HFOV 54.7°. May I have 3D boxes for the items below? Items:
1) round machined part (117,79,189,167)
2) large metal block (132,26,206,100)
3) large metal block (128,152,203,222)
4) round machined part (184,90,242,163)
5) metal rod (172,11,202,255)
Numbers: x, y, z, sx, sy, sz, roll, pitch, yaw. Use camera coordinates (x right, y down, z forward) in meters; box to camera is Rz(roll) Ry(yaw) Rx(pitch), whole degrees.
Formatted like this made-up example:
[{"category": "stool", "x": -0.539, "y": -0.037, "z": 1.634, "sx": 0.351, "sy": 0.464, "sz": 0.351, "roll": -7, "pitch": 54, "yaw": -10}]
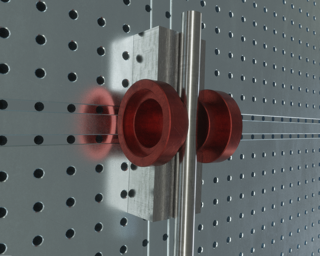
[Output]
[{"category": "round machined part", "x": -0.005, "y": -0.005, "z": 0.356, "sx": 0.042, "sy": 0.098, "sz": 0.097, "roll": 3, "pitch": 89, "yaw": -40}, {"category": "large metal block", "x": 0.012, "y": -0.078, "z": 0.403, "sx": 0.081, "sy": 0.050, "sz": 0.080, "roll": 3, "pitch": 88, "yaw": -40}, {"category": "large metal block", "x": 0.008, "y": 0.069, "z": 0.399, "sx": 0.081, "sy": 0.050, "sz": 0.080, "roll": 4, "pitch": 88, "yaw": -40}, {"category": "round machined part", "x": 0.057, "y": -0.002, "z": 0.409, "sx": 0.042, "sy": 0.098, "sz": 0.097, "roll": 2, "pitch": 89, "yaw": -35}, {"category": "metal rod", "x": 0.033, "y": 0.012, "z": 0.371, "sx": 0.025, "sy": 0.025, "sz": 0.298, "roll": 3, "pitch": 88, "yaw": -40}]
